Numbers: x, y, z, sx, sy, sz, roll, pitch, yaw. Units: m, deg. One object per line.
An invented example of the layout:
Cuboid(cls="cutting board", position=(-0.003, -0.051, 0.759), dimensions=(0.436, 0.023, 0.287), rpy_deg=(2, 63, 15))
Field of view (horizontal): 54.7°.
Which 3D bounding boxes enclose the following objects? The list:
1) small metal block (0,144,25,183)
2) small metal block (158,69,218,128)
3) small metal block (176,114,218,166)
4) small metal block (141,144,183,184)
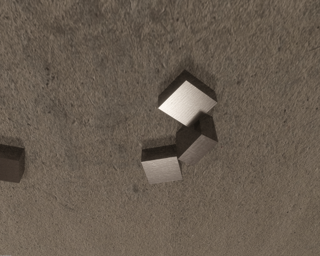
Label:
Cuboid(cls="small metal block", position=(-0.226, 0.051, 0.447), dimensions=(0.050, 0.025, 0.050), rpy_deg=(12, 129, -11))
Cuboid(cls="small metal block", position=(0.033, -0.035, 0.378), dimensions=(0.050, 0.025, 0.050), rpy_deg=(31, 123, -24))
Cuboid(cls="small metal block", position=(0.046, 0.012, 0.402), dimensions=(0.025, 0.050, 0.050), rpy_deg=(26, 125, -21))
Cuboid(cls="small metal block", position=(0.004, 0.054, 0.453), dimensions=(0.050, 0.025, 0.050), rpy_deg=(-10, 130, 7))
